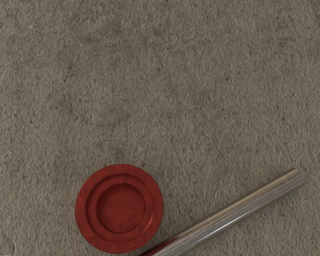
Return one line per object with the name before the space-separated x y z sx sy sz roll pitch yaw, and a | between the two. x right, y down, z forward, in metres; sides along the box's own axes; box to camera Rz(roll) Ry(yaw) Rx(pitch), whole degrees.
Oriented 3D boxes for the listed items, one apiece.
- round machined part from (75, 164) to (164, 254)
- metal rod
round machined part | -0.045 0.095 0.364 0.099 0.042 0.098 0 70 -1
metal rod | 0.039 0.127 0.362 0.302 0.025 0.025 -26 73 -10
